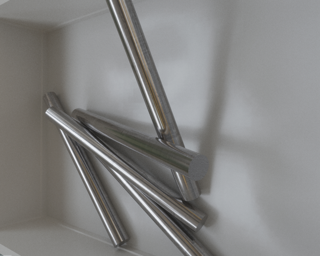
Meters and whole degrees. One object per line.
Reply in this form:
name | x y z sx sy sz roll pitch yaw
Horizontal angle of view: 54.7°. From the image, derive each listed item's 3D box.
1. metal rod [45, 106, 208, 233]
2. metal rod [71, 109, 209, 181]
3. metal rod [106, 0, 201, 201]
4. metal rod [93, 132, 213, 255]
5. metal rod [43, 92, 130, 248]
metal rod | -0.064 0.045 0.437 0.300 0.025 0.025 31 110 28
metal rod | -0.051 0.008 0.403 0.300 0.025 0.025 18 102 53
metal rod | -0.013 -0.053 0.339 0.025 0.025 0.299 -8 110 40
metal rod | -0.030 0.088 0.431 0.300 0.025 0.025 40 115 32
metal rod | -0.131 0.055 0.514 0.025 0.025 0.299 -48 62 29
